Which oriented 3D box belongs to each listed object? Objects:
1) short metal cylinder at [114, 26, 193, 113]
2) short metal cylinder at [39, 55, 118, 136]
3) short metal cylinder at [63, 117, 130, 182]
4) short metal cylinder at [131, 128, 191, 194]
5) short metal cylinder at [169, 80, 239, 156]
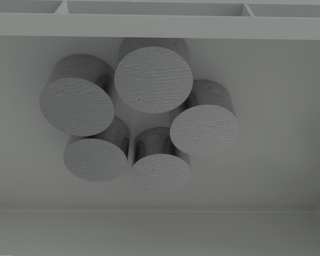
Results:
[{"bbox_3d":[-0.006,-0.063,0.336,0.081,0.050,0.079,0,130,0],"label":"short metal cylinder"},{"bbox_3d":[-0.090,-0.037,0.358,0.081,0.050,0.079,0,130,0],"label":"short metal cylinder"},{"bbox_3d":[-0.082,0.027,0.412,0.081,0.050,0.079,0,130,0],"label":"short metal cylinder"},{"bbox_3d":[0.001,0.046,0.429,0.081,0.050,0.079,0,130,0],"label":"short metal cylinder"},{"bbox_3d":[0.052,-0.011,0.381,0.081,0.050,0.079,0,130,0],"label":"short metal cylinder"}]
